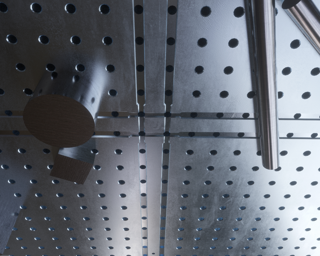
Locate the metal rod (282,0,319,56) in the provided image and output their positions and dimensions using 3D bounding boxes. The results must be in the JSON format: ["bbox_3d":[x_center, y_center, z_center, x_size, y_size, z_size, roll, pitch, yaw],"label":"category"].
[{"bbox_3d":[0.241,-0.049,0.373,0.301,0.025,0.025,36,121,-27],"label":"metal rod"}]

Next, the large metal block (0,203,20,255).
[{"bbox_3d":[-0.296,0.167,0.514,0.080,0.080,0.050,35,122,-26],"label":"large metal block"}]

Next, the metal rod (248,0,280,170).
[{"bbox_3d":[0.125,-0.057,0.364,0.025,0.025,0.299,-12,130,9],"label":"metal rod"}]

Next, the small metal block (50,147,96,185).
[{"bbox_3d":[-0.128,0.052,0.454,0.050,0.025,0.050,20,127,-17],"label":"small metal block"}]

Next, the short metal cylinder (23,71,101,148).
[{"bbox_3d":[-0.116,-0.022,0.375,0.081,0.050,0.079,0,130,0],"label":"short metal cylinder"}]
